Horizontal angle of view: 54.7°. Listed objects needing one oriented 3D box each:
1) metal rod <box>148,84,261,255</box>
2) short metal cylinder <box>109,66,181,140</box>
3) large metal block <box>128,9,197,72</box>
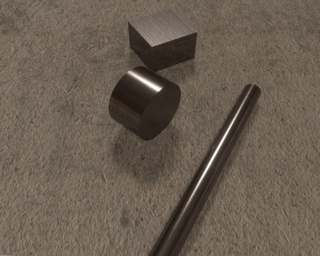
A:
[{"bbox_3d":[0.060,0.046,0.365,0.025,0.025,0.301,24,54,18],"label":"metal rod"},{"bbox_3d":[-0.018,-0.031,0.393,0.050,0.080,0.080,33,57,24],"label":"short metal cylinder"},{"bbox_3d":[0.003,-0.145,0.509,0.081,0.050,0.080,-24,54,-19],"label":"large metal block"}]
